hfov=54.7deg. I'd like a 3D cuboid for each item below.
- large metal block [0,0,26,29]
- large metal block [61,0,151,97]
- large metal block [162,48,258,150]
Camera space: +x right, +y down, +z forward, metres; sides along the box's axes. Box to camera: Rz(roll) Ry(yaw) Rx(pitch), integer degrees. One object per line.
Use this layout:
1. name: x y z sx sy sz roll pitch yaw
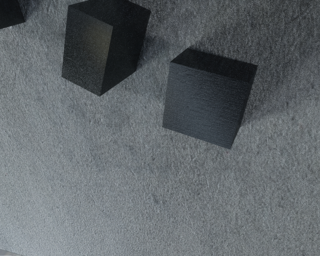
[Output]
1. large metal block: -0.239 -0.172 0.408 0.080 0.050 0.079 4 120 26
2. large metal block: -0.059 -0.094 0.343 0.050 0.080 0.079 28 128 10
3. large metal block: 0.053 -0.034 0.341 0.080 0.050 0.079 18 126 17
